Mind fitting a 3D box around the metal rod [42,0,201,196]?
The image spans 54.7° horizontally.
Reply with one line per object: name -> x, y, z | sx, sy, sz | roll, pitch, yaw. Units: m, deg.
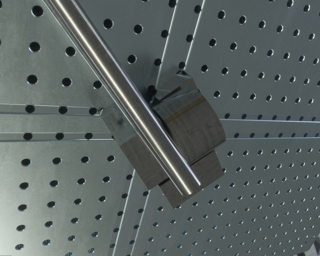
metal rod -> -0.048, -0.054, 0.285 | 0.025, 0.025, 0.299 | -36, 108, -5

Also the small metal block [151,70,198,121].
small metal block -> 0.024, -0.038, 0.403 | 0.050, 0.025, 0.050 | -36, 130, -5

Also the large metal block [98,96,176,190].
large metal block -> -0.023, 0.014, 0.374 | 0.050, 0.080, 0.080 | -33, 129, -7

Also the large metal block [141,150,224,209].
large metal block -> 0.025, 0.046, 0.417 | 0.080, 0.080, 0.050 | -33, 129, -7

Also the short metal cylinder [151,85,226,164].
short metal cylinder -> 0.031, -0.002, 0.360 | 0.050, 0.080, 0.080 | -32, 129, -8
